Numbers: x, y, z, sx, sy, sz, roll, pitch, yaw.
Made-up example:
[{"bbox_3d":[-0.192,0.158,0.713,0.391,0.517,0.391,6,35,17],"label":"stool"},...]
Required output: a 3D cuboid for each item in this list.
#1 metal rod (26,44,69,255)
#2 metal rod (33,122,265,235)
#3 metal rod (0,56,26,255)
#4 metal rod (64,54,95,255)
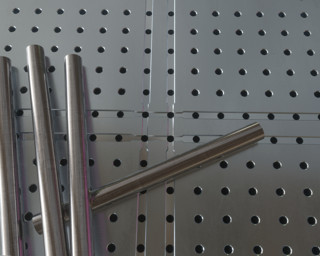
[{"bbox_3d":[-0.144,0.016,0.388,0.025,0.025,0.299,-14,64,-5],"label":"metal rod"},{"bbox_3d":[-0.007,0.059,0.390,0.302,0.025,0.025,-22,72,-8],"label":"metal rod"},{"bbox_3d":[-0.194,0.041,0.395,0.025,0.025,0.299,-12,70,-4],"label":"metal rod"},{"bbox_3d":[-0.101,0.032,0.379,0.025,0.025,0.299,-9,63,-3],"label":"metal rod"}]
